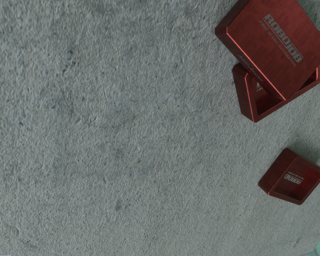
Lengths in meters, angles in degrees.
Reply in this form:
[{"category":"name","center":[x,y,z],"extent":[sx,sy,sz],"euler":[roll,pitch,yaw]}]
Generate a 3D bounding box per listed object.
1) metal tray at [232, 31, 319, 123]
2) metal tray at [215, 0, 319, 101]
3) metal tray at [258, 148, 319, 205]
[{"category":"metal tray","center":[0.173,-0.077,0.450],"extent":[0.131,0.030,0.090],"euler":[-31,129,-9]},{"category":"metal tray","center":[0.142,-0.108,0.385],"extent":[0.130,0.030,0.090],"euler":[40,89,-23]},{"category":"metal tray","center":[0.262,0.099,0.607],"extent":[0.131,0.030,0.090],"euler":[23,106,-37]}]
